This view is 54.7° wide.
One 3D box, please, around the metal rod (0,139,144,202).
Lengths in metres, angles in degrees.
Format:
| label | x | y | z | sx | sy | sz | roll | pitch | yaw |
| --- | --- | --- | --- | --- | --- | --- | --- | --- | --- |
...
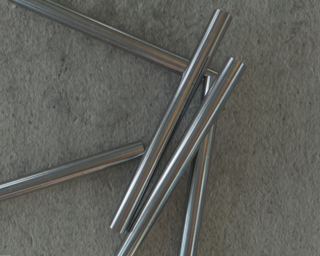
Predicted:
| label | x | y | z | sx | sy | sz | roll | pitch | yaw |
| --- | --- | --- | --- | --- | --- | --- | --- | --- | --- |
| metal rod | -0.165 | 0.071 | 0.407 | 0.302 | 0.025 | 0.025 | -17 | 90 | -1 |

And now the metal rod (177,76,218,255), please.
| label | x | y | z | sx | sy | sz | roll | pitch | yaw |
| --- | --- | --- | --- | --- | --- | --- | --- | --- | --- |
| metal rod | 0.046 | 0.084 | 0.398 | 0.025 | 0.025 | 0.298 | 8 | 95 | -1 |

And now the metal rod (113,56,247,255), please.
| label | x | y | z | sx | sy | sz | roll | pitch | yaw |
| --- | --- | --- | --- | --- | --- | --- | --- | --- | --- |
| metal rod | 0.017 | 0.053 | 0.380 | 0.025 | 0.025 | 0.298 | 29 | 102 | -1 |

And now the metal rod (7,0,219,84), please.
| label | x | y | z | sx | sy | sz | roll | pitch | yaw |
| --- | --- | --- | --- | --- | --- | --- | --- | --- | --- |
| metal rod | -0.056 | -0.118 | 0.409 | 0.301 | 0.025 | 0.025 | 23 | 90 | -1 |

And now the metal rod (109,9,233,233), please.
| label | x | y | z | sx | sy | sz | roll | pitch | yaw |
| --- | --- | --- | --- | --- | --- | --- | --- | --- | --- |
| metal rod | 0.012 | -0.006 | 0.389 | 0.025 | 0.025 | 0.299 | 26 | 93 | -1 |
